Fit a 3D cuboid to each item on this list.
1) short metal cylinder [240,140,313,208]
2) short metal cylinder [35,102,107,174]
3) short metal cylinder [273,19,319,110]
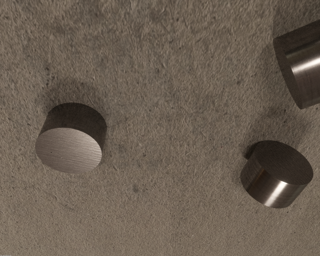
[{"bbox_3d":[0.159,0.063,0.427,0.081,0.080,0.050,10,129,-9],"label":"short metal cylinder"},{"bbox_3d":[-0.113,0.014,0.401,0.081,0.050,0.079,0,130,0],"label":"short metal cylinder"},{"bbox_3d":[0.156,-0.065,0.318,0.050,0.080,0.080,-21,127,17],"label":"short metal cylinder"}]
